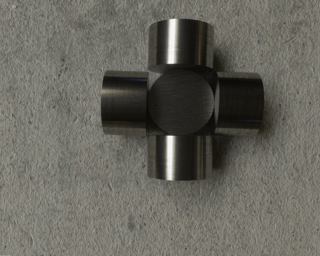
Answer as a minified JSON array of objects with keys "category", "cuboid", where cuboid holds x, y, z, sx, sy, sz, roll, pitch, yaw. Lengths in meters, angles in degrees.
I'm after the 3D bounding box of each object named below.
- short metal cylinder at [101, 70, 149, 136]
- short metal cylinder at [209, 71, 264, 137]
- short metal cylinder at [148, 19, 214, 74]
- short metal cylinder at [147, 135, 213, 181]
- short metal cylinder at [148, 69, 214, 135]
[{"category":"short metal cylinder","cuboid":[-0.040,-0.030,0.383,0.050,0.080,0.079,2,90,0]},{"category":"short metal cylinder","cuboid":[0.091,-0.030,0.385,0.050,0.080,0.079,2,90,0]},{"category":"short metal cylinder","cuboid":[0.026,-0.097,0.383,0.081,0.080,0.050,2,91,-1]},{"category":"short metal cylinder","cuboid":[0.025,0.034,0.384,0.081,0.080,0.050,0,90,-1]},{"category":"short metal cylinder","cuboid":[0.025,-0.031,0.399,0.081,0.050,0.079,0,90,-1]}]
